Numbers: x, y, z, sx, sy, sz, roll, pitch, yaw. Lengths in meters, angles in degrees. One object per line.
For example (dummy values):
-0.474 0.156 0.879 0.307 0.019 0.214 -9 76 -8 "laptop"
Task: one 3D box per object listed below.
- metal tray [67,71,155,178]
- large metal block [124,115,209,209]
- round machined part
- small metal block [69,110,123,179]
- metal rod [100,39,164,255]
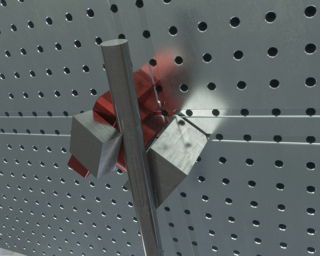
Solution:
-0.064 -0.003 0.399 0.030 0.090 0.129 37 129 3 "metal tray"
0.009 0.043 0.392 0.050 0.080 0.080 37 129 3 "large metal block"
-0.038 0.019 0.400 0.042 0.098 0.097 36 129 4 "round machined part"
-0.070 0.017 0.330 0.050 0.025 0.050 37 130 27 "small metal block"
-0.024 0.052 0.351 0.025 0.025 0.298 6 122 24 "metal rod"
